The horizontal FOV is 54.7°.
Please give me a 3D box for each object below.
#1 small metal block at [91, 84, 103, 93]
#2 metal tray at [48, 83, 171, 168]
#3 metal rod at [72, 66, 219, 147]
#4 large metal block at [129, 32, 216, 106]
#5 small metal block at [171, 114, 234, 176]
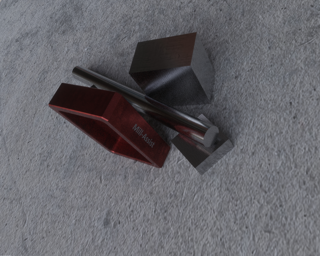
[{"bbox_3d":[-0.082,-0.027,0.447,0.025,0.050,0.050,-39,51,2],"label":"small metal block"},{"bbox_3d":[-0.054,0.000,0.365,0.090,0.130,0.030,13,69,33],"label":"metal tray"},{"bbox_3d":[-0.043,-0.043,0.435,0.300,0.025,0.025,28,77,42],"label":"metal rod"},{"bbox_3d":[0.019,-0.071,0.401,0.080,0.080,0.050,-2,61,27],"label":"large metal block"},{"bbox_3d":[0.050,0.019,0.367,0.050,0.025,0.050,-41,51,0],"label":"small metal block"}]
